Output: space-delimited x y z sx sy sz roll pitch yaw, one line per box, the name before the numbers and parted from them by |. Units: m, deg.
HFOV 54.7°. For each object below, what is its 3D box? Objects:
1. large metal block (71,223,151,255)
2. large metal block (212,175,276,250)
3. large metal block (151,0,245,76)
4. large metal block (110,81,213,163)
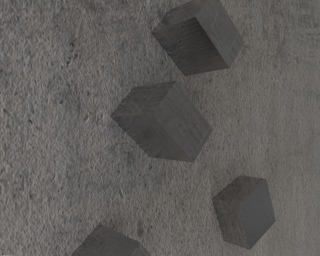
large metal block | -0.056 0.156 0.322 0.080 0.080 0.050 -48 119 -29
large metal block | 0.138 0.134 0.504 0.081 0.050 0.080 -27 107 -37
large metal block | 0.050 -0.120 0.410 0.080 0.080 0.050 47 62 -30
large metal block | 0.002 -0.006 0.370 0.080 0.080 0.050 49 61 -29
